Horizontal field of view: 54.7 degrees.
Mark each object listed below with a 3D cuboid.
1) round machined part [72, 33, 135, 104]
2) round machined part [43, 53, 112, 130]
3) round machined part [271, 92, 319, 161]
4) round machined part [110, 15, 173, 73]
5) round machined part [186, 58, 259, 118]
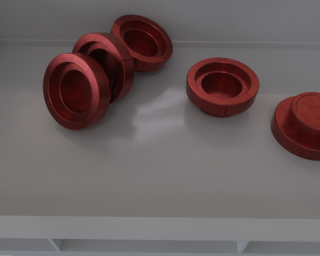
[{"bbox_3d":[-0.075,-0.083,0.434,0.098,0.097,0.042,29,30,22],"label":"round machined part"},{"bbox_3d":[-0.104,-0.048,0.408,0.098,0.097,0.042,29,24,22],"label":"round machined part"},{"bbox_3d":[0.200,-0.009,0.403,0.099,0.042,0.098,0,50,0],"label":"round machined part"},{"bbox_3d":[-0.033,-0.126,0.484,0.099,0.042,0.098,14,54,-20],"label":"round machined part"},{"bbox_3d":[0.086,-0.053,0.439,0.099,0.042,0.098,0,50,0],"label":"round machined part"}]
